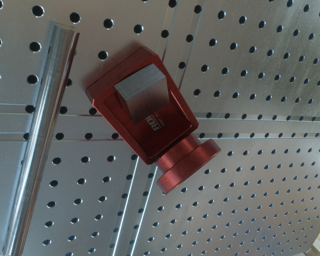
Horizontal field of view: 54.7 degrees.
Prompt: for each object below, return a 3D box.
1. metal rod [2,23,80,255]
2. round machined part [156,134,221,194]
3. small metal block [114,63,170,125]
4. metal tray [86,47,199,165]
[{"bbox_3d":[-0.142,0.032,0.354,0.025,0.025,0.298,8,114,-32],"label":"metal rod"},{"bbox_3d":[0.033,0.045,0.427,0.098,0.042,0.098,-37,168,-9],"label":"round machined part"},{"bbox_3d":[-0.019,-0.037,0.349,0.050,0.025,0.050,-33,151,-12],"label":"small metal block"},{"bbox_3d":[-0.016,-0.022,0.386,0.090,0.030,0.130,-38,130,-3],"label":"metal tray"}]
